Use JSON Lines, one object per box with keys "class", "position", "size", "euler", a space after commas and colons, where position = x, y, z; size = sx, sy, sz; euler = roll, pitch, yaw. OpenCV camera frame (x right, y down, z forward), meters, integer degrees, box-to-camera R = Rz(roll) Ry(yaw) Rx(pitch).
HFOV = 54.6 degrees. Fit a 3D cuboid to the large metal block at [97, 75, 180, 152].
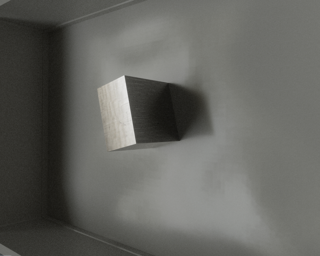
{"class": "large metal block", "position": [-0.026, -0.016, 0.394], "size": [0.050, 0.081, 0.080], "euler": [-17, 79, 39]}
